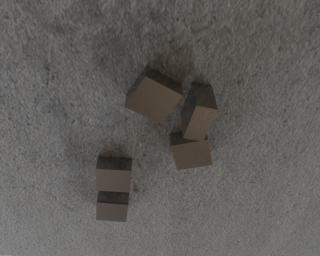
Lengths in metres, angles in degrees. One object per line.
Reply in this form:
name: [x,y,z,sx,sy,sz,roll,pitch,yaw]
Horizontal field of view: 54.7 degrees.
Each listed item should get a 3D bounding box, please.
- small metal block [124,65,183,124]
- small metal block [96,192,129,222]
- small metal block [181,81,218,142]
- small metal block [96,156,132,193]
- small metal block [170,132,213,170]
small metal block: [-0.008,-0.039,0.374,0.050,0.025,0.050,25,126,-21]
small metal block: [-0.079,0.131,0.518,0.050,0.025,0.050,6,130,-6]
small metal block: [0.046,-0.020,0.375,0.025,0.050,0.050,11,129,-9]
small metal block: [-0.069,0.070,0.466,0.050,0.025,0.050,4,130,-4]
small metal block: [0.044,0.030,0.434,0.050,0.025,0.050,-10,130,8]
